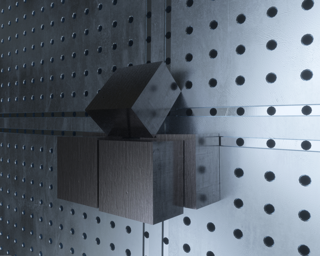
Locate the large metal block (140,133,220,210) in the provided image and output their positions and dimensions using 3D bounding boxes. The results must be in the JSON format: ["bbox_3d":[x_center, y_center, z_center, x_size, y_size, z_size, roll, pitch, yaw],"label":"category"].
[{"bbox_3d":[0.023,0.047,0.372,0.080,0.050,0.079,-1,89,39],"label":"large metal block"}]

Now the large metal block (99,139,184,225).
[{"bbox_3d":[-0.022,0.053,0.341,0.080,0.050,0.079,0,90,39],"label":"large metal block"}]

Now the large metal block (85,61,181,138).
[{"bbox_3d":[-0.033,-0.035,0.391,0.080,0.050,0.080,1,48,39],"label":"large metal block"}]

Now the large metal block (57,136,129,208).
[{"bbox_3d":[-0.085,0.050,0.392,0.080,0.050,0.079,0,90,39],"label":"large metal block"}]

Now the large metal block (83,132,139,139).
[{"bbox_3d":[-0.067,0.046,0.446,0.080,0.050,0.079,2,91,39],"label":"large metal block"}]
